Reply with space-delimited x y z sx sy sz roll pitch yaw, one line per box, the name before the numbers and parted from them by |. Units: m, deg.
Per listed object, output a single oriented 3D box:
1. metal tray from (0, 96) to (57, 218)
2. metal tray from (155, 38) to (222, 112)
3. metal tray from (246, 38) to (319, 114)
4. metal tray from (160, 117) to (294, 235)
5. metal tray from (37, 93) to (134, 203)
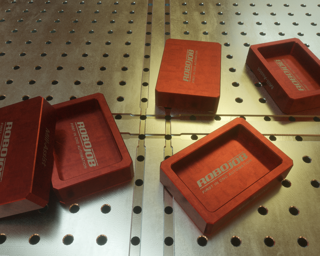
metal tray | -0.169 0.032 0.350 0.090 0.030 0.130 -15 55 10
metal tray | 0.046 -0.085 0.477 0.091 0.030 0.130 6 50 5
metal tray | 0.203 -0.085 0.478 0.091 0.030 0.130 -12 51 -11
metal tray | 0.076 0.050 0.363 0.131 0.030 0.090 -28 56 -22
metal tray | -0.096 0.018 0.387 0.091 0.030 0.130 -18 52 -15
